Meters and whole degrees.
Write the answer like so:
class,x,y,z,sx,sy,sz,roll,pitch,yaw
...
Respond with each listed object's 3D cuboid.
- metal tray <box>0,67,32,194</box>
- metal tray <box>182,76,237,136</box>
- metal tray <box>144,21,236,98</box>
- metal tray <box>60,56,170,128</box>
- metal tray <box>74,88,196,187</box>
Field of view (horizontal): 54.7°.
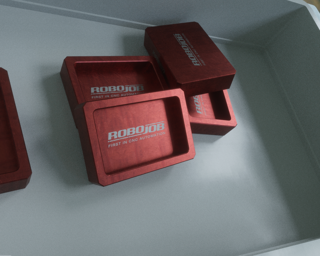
class,x,y,z,sx,sy,sz,roll,pitch,yaw
metal tray,-0.186,0.003,0.300,0.091,0.030,0.130,-9,67,-33
metal tray,0.057,-0.055,0.468,0.091,0.030,0.130,5,60,-26
metal tray,0.040,-0.104,0.456,0.091,0.030,0.130,-13,54,-19
metal tray,-0.053,-0.050,0.405,0.131,0.030,0.090,-9,66,-32
metal tray,-0.024,0.006,0.361,0.131,0.030,0.089,-13,93,-32
